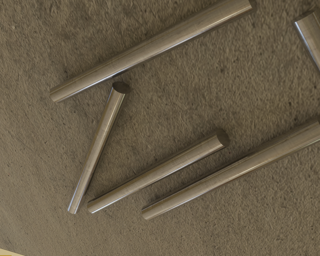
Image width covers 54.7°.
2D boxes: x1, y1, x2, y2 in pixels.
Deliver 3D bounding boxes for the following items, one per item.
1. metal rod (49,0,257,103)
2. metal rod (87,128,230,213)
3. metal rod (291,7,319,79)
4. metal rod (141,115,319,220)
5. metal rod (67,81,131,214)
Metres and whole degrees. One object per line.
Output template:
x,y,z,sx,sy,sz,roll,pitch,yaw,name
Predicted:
-0.034,-0.084,0.372,0.300,0.025,0.025,-17,110,34,metal rod
-0.022,0.076,0.465,0.299,0.025,0.025,-33,100,38,metal rod
0.211,0.021,0.307,0.025,0.025,0.299,-25,105,37,metal rod
0.074,0.068,0.409,0.025,0.025,0.299,48,129,-6,metal rod
-0.106,0.049,0.493,0.025,0.025,0.298,34,129,6,metal rod
